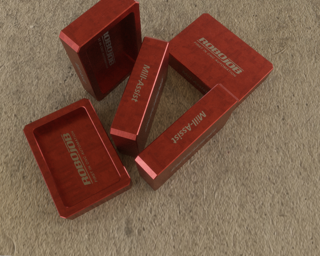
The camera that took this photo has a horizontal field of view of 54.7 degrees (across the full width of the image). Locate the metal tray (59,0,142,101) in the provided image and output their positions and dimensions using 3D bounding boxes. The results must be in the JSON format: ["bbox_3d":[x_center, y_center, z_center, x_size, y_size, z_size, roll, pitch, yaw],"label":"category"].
[{"bbox_3d":[-0.065,-0.097,0.388,0.030,0.130,0.090,42,75,13],"label":"metal tray"}]

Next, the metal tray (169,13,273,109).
[{"bbox_3d":[0.081,-0.094,0.442,0.090,0.030,0.130,-43,76,-14],"label":"metal tray"}]

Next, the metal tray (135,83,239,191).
[{"bbox_3d":[0.031,0.014,0.370,0.130,0.090,0.030,-42,76,-14],"label":"metal tray"}]

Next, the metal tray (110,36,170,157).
[{"bbox_3d":[-0.021,-0.035,0.387,0.030,0.090,0.130,16,71,5],"label":"metal tray"}]

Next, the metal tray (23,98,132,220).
[{"bbox_3d":[-0.103,0.037,0.392,0.090,0.030,0.130,-27,73,-10],"label":"metal tray"}]
